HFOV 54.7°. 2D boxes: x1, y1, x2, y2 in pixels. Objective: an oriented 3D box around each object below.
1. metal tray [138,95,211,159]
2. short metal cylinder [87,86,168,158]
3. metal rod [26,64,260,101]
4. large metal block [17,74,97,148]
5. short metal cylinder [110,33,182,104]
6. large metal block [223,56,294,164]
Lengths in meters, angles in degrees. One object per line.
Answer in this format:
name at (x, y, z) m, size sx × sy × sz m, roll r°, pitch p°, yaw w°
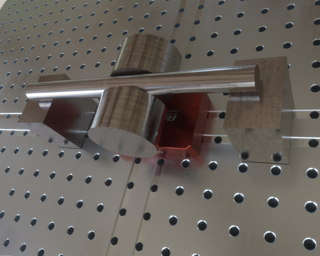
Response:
metal tray at (-0.006, -0.010, 0.414) m, size 0.130 × 0.030 × 0.090 m, roll 2°, pitch 62°, yaw 29°
short metal cylinder at (-0.036, -0.004, 0.356) m, size 0.080 × 0.080 × 0.050 m, roll 1°, pitch 62°, yaw 28°
metal rod at (-0.043, -0.048, 0.357) m, size 0.300 × 0.025 × 0.025 m, roll 1°, pitch 62°, yaw 28°
large metal block at (-0.149, -0.023, 0.464) m, size 0.050 × 0.080 × 0.080 m, roll 1°, pitch 62°, yaw 29°
short metal cylinder at (-0.017, -0.071, 0.387) m, size 0.080 × 0.080 × 0.050 m, roll 1°, pitch 62°, yaw 28°
large metal block at (0.107, -0.016, 0.325) m, size 0.050 × 0.080 × 0.080 m, roll 1°, pitch 62°, yaw 29°
